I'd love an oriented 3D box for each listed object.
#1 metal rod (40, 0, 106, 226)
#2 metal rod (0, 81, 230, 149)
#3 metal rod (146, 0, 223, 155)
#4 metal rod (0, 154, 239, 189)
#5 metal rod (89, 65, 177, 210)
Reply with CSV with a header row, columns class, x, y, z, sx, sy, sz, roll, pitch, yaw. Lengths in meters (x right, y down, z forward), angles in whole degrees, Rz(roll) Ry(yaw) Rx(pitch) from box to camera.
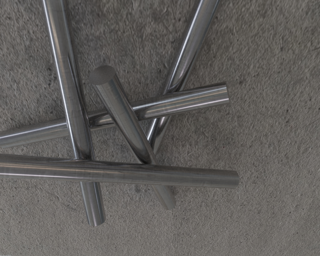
class,x,y,z,sx,sy,sz,roll,pitch,yaw
metal rod,-0.094,-0.010,0.351,0.025,0.025,0.298,-3,116,2
metal rod,-0.068,-0.011,0.375,0.301,0.025,0.025,-11,130,17
metal rod,0.022,-0.062,0.354,0.025,0.025,0.298,13,129,-11
metal rod,-0.040,0.054,0.369,0.302,0.025,0.025,7,131,-21
metal rod,-0.019,0.038,0.397,0.025,0.025,0.299,-10,143,9
